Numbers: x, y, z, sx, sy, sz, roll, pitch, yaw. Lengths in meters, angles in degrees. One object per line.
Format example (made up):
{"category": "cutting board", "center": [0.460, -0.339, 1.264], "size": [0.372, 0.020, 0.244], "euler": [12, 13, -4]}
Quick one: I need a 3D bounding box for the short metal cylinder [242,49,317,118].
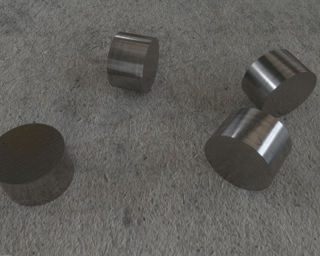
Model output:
{"category": "short metal cylinder", "center": [0.159, -0.059, 0.418], "size": [0.081, 0.080, 0.050], "euler": [-18, 52, -14]}

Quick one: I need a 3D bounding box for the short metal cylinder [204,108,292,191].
{"category": "short metal cylinder", "center": [0.098, 0.024, 0.348], "size": [0.080, 0.080, 0.050], "euler": [30, 56, 23]}

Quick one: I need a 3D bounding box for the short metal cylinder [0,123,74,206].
{"category": "short metal cylinder", "center": [-0.143, 0.041, 0.351], "size": [0.080, 0.050, 0.080], "euler": [0, 50, 0]}

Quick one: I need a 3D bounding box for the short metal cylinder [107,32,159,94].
{"category": "short metal cylinder", "center": [-0.037, -0.094, 0.446], "size": [0.050, 0.080, 0.080], "euler": [13, 51, 10]}
